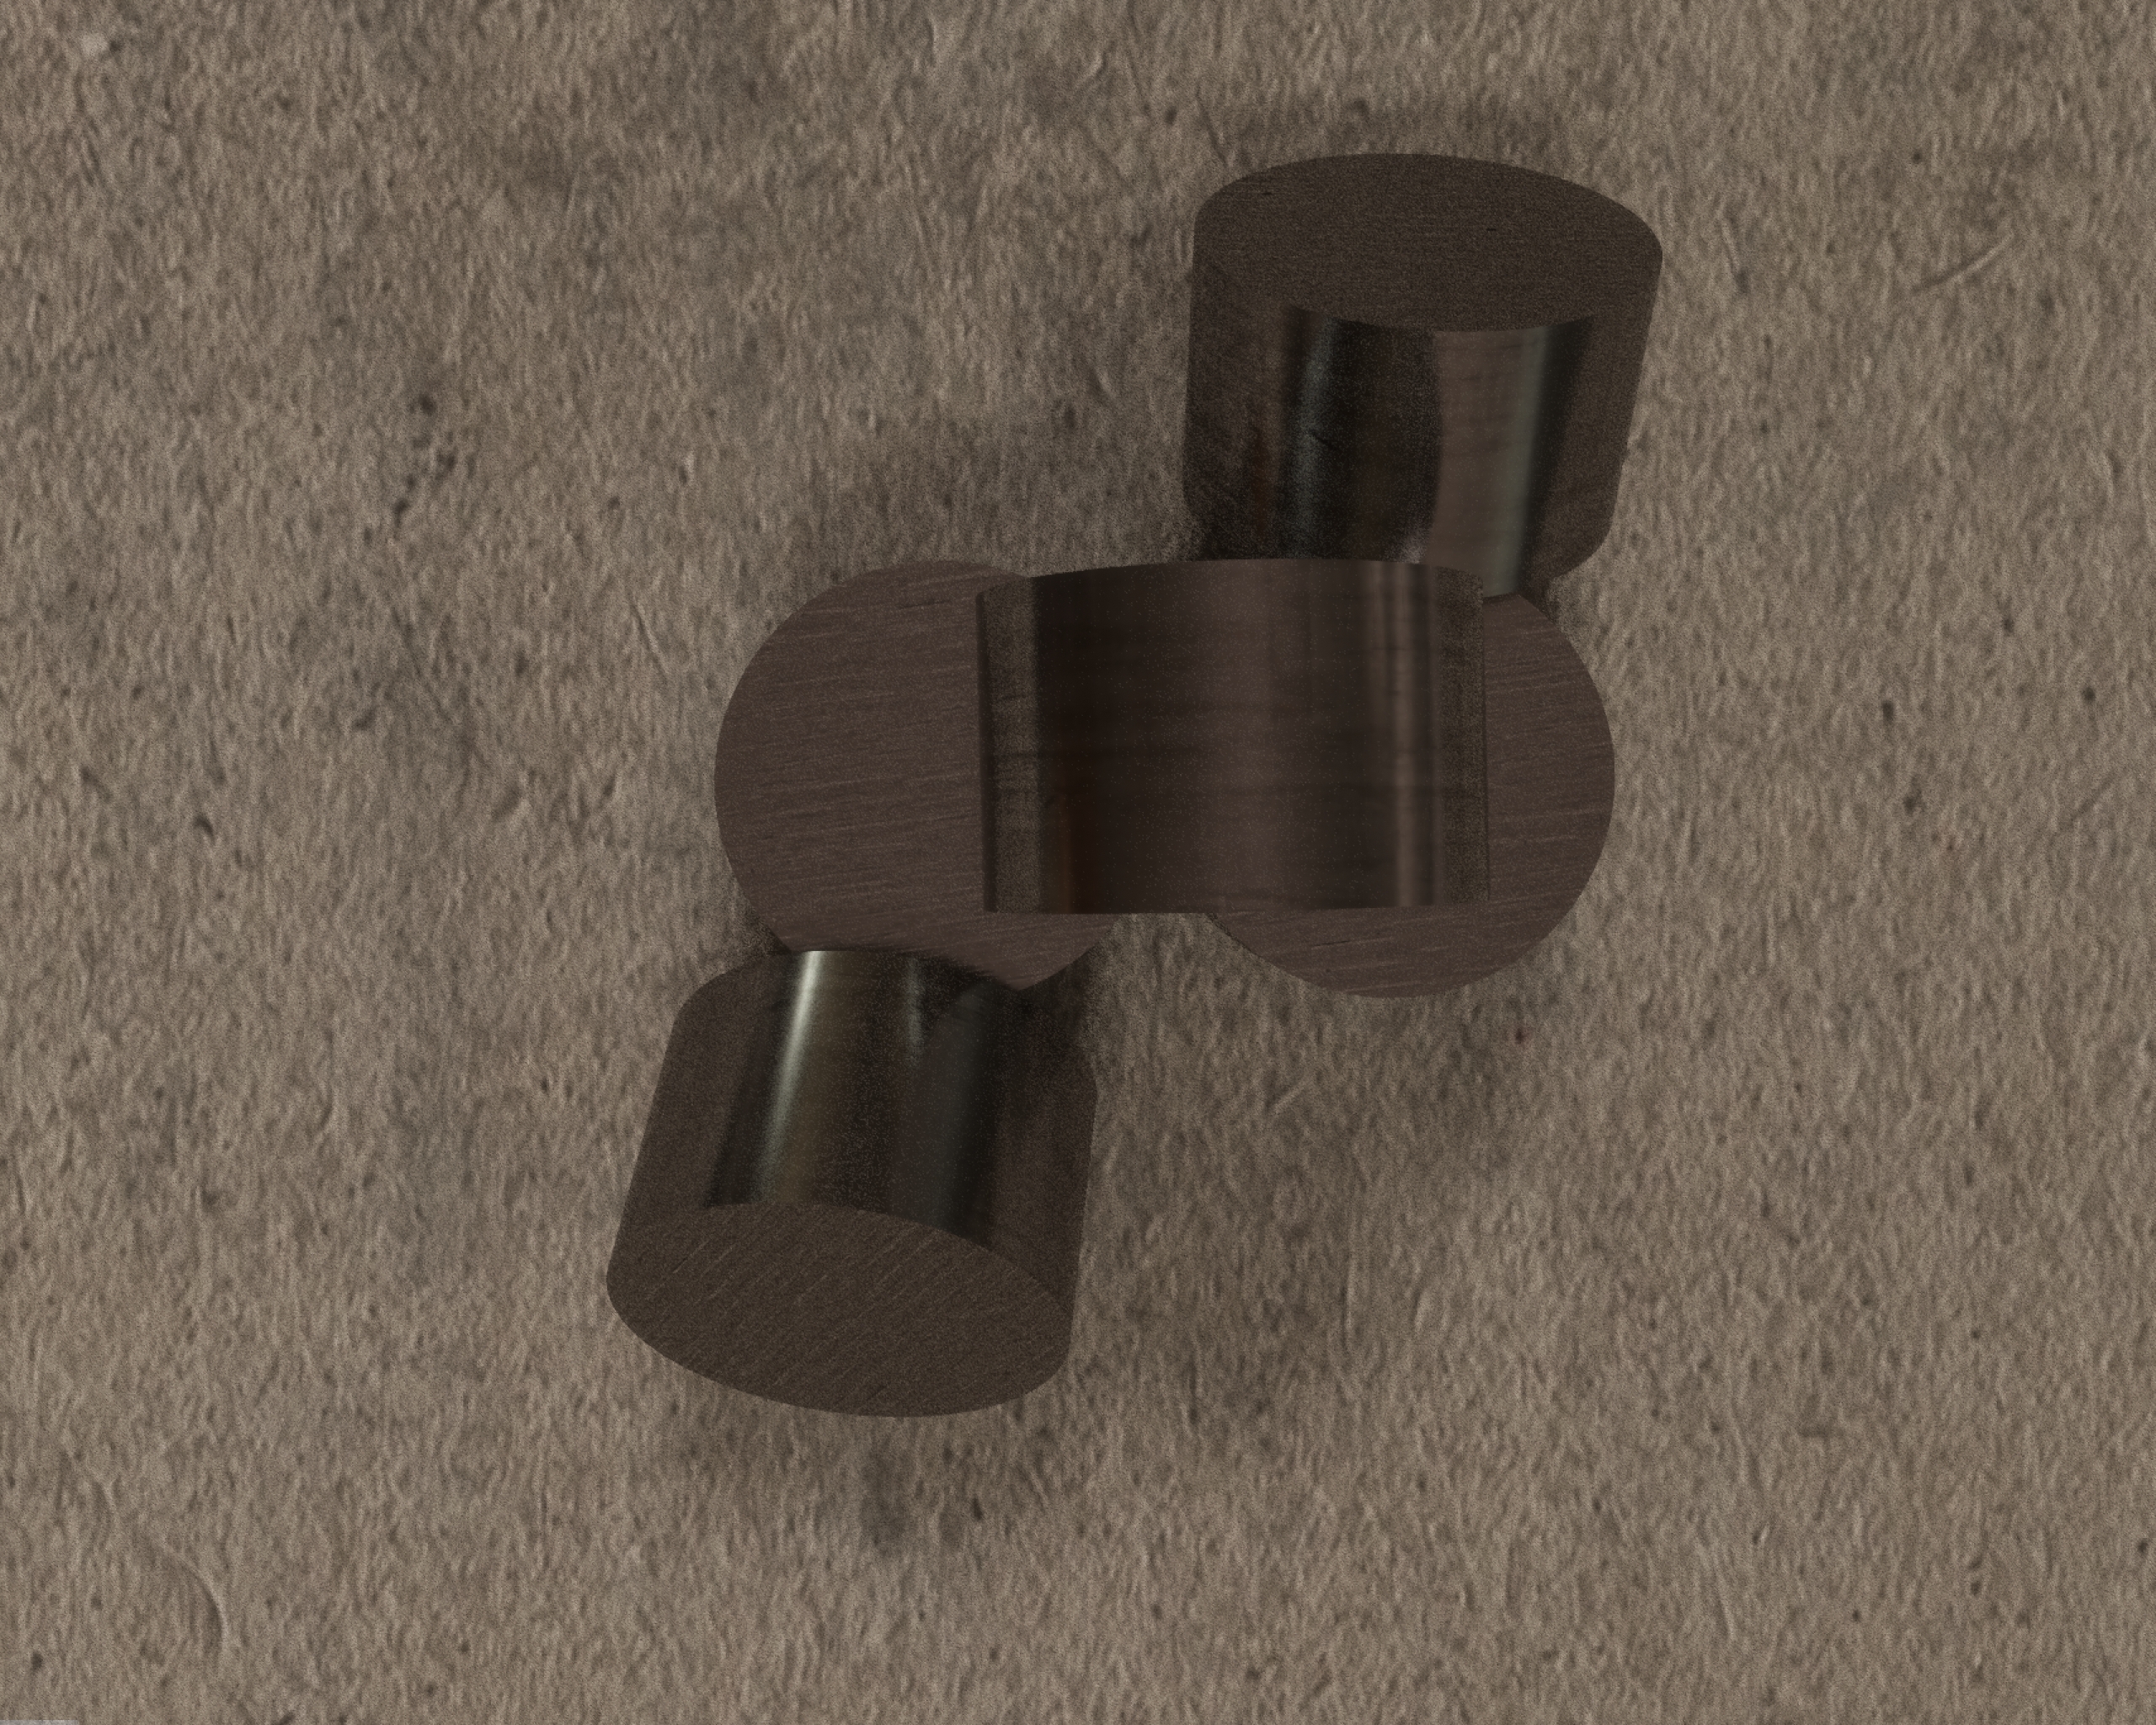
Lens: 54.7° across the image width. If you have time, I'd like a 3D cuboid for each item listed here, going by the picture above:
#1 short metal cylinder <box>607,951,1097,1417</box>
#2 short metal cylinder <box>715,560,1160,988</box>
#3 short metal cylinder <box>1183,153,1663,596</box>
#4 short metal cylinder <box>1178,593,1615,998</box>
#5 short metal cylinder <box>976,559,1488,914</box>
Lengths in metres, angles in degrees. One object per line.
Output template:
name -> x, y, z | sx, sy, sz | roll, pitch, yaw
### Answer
short metal cylinder -> -0.039, 0.060, 0.376 | 0.081, 0.080, 0.050 | 7, 51, -1
short metal cylinder -> -0.025, -0.014, 0.398 | 0.081, 0.050, 0.079 | 0, 90, -1
short metal cylinder -> 0.060, -0.090, 0.377 | 0.081, 0.080, 0.050 | 1, 128, -1
short metal cylinder -> 0.056, -0.016, 0.399 | 0.081, 0.050, 0.079 | 0, 90, -1
short metal cylinder -> 0.025, -0.018, 0.334 | 0.081, 0.080, 0.050 | -1, 90, -1
